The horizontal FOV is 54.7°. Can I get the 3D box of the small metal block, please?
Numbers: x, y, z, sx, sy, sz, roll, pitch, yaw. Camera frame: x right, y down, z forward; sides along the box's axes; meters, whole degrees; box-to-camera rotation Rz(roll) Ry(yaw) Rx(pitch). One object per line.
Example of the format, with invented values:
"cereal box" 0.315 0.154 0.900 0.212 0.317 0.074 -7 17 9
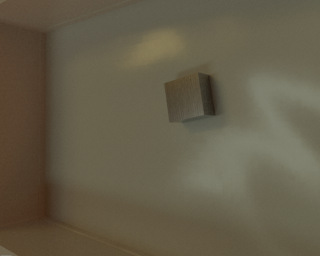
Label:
"small metal block" 0.035 -0.035 0.376 0.050 0.025 0.050 -12 82 39
